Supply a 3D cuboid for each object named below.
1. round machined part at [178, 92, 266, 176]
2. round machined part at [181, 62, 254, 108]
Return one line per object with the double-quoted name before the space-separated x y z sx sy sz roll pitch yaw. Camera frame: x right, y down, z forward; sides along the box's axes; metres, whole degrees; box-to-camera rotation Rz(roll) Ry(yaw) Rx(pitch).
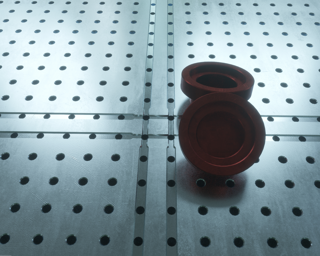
"round machined part" 0.071 0.010 0.372 0.098 0.042 0.098 -1 78 3
"round machined part" 0.077 -0.054 0.432 0.099 0.042 0.098 2 34 -1
